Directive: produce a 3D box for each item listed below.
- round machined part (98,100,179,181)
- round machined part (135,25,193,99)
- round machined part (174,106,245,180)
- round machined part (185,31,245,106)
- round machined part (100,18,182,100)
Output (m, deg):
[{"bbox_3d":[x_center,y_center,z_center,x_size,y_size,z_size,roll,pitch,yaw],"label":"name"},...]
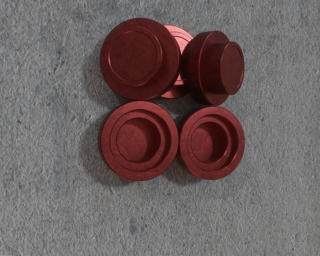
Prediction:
[{"bbox_3d":[-0.030,0.015,0.391,0.099,0.042,0.097,0,90,-21],"label":"round machined part"},{"bbox_3d":[0.014,-0.087,0.407,0.099,0.042,0.097,0,90,-21],"label":"round machined part"},{"bbox_3d":[0.063,0.019,0.426,0.099,0.042,0.097,0,90,-21],"label":"round machined part"},{"bbox_3d":[0.078,-0.078,0.408,0.099,0.042,0.097,-11,104,-50],"label":"round machined part"},{"bbox_3d":[-0.026,-0.082,0.367,0.098,0.042,0.097,1,93,13],"label":"round machined part"}]
